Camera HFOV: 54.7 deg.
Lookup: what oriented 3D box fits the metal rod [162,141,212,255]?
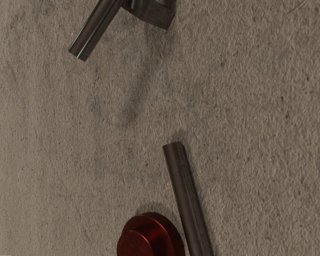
[{"bbox_3d":[0.051,0.162,0.360,0.025,0.025,0.299,-23,75,37],"label":"metal rod"}]

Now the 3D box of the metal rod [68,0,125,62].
[{"bbox_3d":[-0.019,-0.211,0.368,0.025,0.025,0.299,40,98,32],"label":"metal rod"}]

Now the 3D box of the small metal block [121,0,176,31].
[{"bbox_3d":[-0.016,-0.154,0.400,0.050,0.050,0.025,43,116,31],"label":"small metal block"}]

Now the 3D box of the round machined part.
[{"bbox_3d":[-0.019,0.164,0.408,0.098,0.042,0.097,0,90,39],"label":"round machined part"}]
